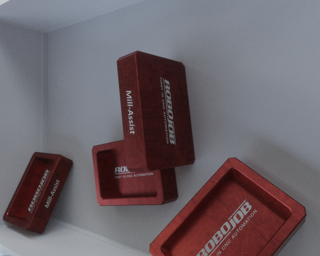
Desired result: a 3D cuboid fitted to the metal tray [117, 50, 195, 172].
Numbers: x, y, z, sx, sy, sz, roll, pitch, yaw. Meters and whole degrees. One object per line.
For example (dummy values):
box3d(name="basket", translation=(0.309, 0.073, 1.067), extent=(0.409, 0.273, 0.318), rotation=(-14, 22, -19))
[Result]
box3d(name="metal tray", translation=(-0.002, -0.017, 0.366), extent=(0.030, 0.091, 0.129), rotation=(-10, 84, 40))

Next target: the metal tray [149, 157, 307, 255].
box3d(name="metal tray", translation=(0.065, 0.104, 0.305), extent=(0.130, 0.030, 0.090), rotation=(-46, 55, -8))

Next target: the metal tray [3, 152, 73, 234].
box3d(name="metal tray", translation=(-0.214, 0.109, 0.544), extent=(0.090, 0.030, 0.130), rotation=(1, 63, 40))

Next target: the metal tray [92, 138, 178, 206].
box3d(name="metal tray", translation=(-0.040, 0.061, 0.436), extent=(0.130, 0.030, 0.090), rotation=(-13, 82, 39))
